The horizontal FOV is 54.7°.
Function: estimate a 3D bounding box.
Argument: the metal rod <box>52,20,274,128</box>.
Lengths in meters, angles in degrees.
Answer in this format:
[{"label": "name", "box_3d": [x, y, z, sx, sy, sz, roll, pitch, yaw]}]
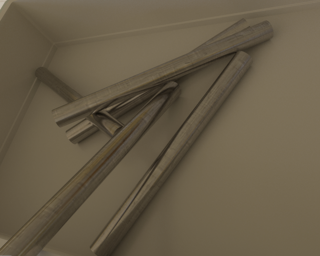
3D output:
[{"label": "metal rod", "box_3d": [0.006, -0.071, 0.404, 0.301, 0.025, 0.025, -23, 52, -3]}]

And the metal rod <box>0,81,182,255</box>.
[{"label": "metal rod", "box_3d": [-0.053, 0.030, 0.330, 0.025, 0.025, 0.301, 7, 37, 31]}]

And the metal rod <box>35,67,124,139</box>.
[{"label": "metal rod", "box_3d": [-0.135, -0.047, 0.481, 0.025, 0.025, 0.300, -50, 44, -7]}]

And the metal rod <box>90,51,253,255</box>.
[{"label": "metal rod", "box_3d": [0.020, 0.026, 0.379, 0.025, 0.025, 0.300, 30, 78, 37]}]

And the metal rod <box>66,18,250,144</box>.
[{"label": "metal rod", "box_3d": [-0.007, -0.064, 0.448, 0.300, 0.025, 0.025, -31, 52, 7]}]
